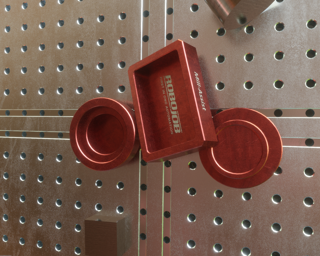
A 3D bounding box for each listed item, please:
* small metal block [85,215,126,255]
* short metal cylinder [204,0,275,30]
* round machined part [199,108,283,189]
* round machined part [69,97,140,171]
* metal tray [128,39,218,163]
[{"bbox_3d":[-0.078,0.153,0.439,0.050,0.025,0.050,-1,90,19],"label":"small metal block"},{"bbox_3d":[0.093,-0.158,0.350,0.080,0.080,0.050,-35,79,16],"label":"short metal cylinder"},{"bbox_3d":[0.094,0.024,0.370,0.098,0.042,0.097,0,90,20],"label":"round machined part"},{"bbox_3d":[-0.071,0.008,0.427,0.098,0.042,0.097,0,90,19],"label":"round machined part"},{"bbox_3d":[0.012,-0.030,0.381,0.090,0.030,0.129,-20,73,35],"label":"metal tray"}]
